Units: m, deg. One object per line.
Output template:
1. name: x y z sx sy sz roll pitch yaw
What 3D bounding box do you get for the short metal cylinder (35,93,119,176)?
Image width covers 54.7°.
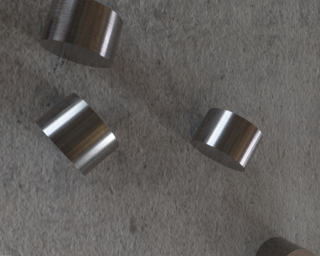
1. short metal cylinder: -0.091 0.007 0.347 0.050 0.080 0.080 -42 104 -15

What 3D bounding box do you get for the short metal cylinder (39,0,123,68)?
1. short metal cylinder: -0.087 -0.105 0.348 0.081 0.080 0.050 16 85 -20

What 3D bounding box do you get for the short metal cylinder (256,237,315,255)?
1. short metal cylinder: 0.191 0.214 0.469 0.081 0.050 0.079 0 90 -21

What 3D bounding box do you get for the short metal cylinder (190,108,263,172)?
1. short metal cylinder: 0.088 0.016 0.414 0.080 0.080 0.050 35 79 -17
